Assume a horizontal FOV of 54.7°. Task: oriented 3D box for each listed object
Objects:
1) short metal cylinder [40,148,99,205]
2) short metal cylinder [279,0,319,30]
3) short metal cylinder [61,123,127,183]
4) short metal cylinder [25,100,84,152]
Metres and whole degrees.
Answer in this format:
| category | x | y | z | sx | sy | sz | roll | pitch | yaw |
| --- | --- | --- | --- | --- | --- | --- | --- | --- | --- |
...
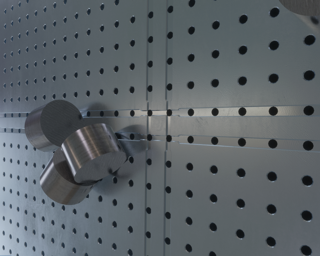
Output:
| category | x | y | z | sx | sy | sz | roll | pitch | yaw |
| --- | --- | --- | --- | --- | --- | --- | --- | --- | --- |
| short metal cylinder | -0.140 | 0.073 | 0.489 | 0.050 | 0.081 | 0.080 | -50 | 61 | 28 |
| short metal cylinder | 0.148 | -0.132 | 0.270 | 0.080 | 0.050 | 0.079 | 0 | 90 | 40 |
| short metal cylinder | -0.096 | 0.038 | 0.453 | 0.080 | 0.081 | 0.050 | -47 | 62 | 30 |
| short metal cylinder | -0.175 | -0.003 | 0.519 | 0.050 | 0.081 | 0.080 | -15 | 81 | 39 |
